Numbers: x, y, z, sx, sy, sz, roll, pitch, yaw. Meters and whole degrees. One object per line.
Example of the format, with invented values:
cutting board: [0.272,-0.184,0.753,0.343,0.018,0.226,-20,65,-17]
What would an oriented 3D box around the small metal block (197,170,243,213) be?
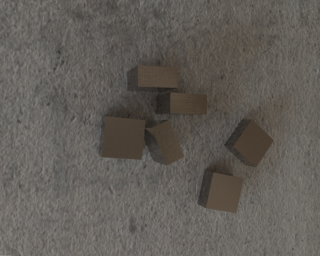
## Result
small metal block: [0.086,0.091,0.443,0.050,0.025,0.050,14,85,-20]

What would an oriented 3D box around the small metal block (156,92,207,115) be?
small metal block: [0.027,-0.030,0.407,0.050,0.050,0.025,1,90,-20]

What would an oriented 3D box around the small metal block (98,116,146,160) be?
small metal block: [-0.048,0.013,0.392,0.050,0.025,0.050,6,88,-20]

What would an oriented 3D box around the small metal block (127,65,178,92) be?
small metal block: [-0.011,-0.061,0.393,0.050,0.050,0.025,-1,91,-20]

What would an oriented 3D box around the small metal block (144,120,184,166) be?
small metal block: [0.001,0.017,0.397,0.025,0.050,0.050,-25,99,-19]

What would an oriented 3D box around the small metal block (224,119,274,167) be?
small metal block: [0.132,0.022,0.460,0.050,0.025,0.050,41,77,-16]
